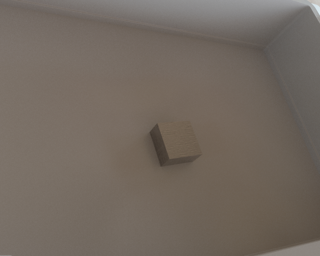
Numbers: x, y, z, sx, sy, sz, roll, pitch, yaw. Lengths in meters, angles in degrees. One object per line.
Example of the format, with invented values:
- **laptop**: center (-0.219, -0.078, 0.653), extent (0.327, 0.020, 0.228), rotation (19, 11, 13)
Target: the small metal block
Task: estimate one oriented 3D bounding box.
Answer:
- **small metal block**: center (0.021, 0.020, 0.404), extent (0.050, 0.025, 0.050), rotation (-5, 64, -30)
